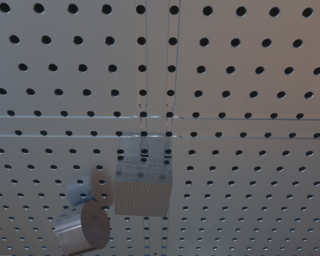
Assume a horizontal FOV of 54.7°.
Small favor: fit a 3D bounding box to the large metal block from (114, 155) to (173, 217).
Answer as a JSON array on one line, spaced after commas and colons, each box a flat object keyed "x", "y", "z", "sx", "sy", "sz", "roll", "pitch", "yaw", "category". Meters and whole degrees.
[{"x": -0.026, "y": 0.089, "z": 0.471, "sx": 0.081, "sy": 0.050, "sz": 0.079, "roll": 4, "pitch": 130, "yaw": -4, "category": "large metal block"}]

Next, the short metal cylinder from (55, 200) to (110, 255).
[{"x": -0.127, "y": 0.167, "z": 0.516, "sx": 0.050, "sy": 0.080, "sz": 0.080, "roll": -22, "pitch": 127, "yaw": 17, "category": "short metal cylinder"}]
